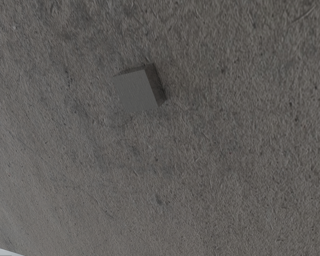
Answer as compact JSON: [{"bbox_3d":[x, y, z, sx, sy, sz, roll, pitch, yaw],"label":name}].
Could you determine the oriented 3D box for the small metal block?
[{"bbox_3d":[-0.026,-0.050,0.390,0.050,0.025,0.050,-7,115,31],"label":"small metal block"}]
